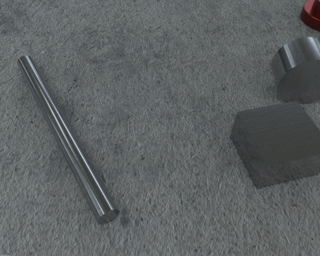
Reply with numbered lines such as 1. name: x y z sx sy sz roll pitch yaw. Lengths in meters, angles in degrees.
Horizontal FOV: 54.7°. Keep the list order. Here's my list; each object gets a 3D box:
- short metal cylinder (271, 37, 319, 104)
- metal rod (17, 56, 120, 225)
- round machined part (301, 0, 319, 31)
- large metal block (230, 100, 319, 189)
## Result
1. short metal cylinder: 0.204 -0.080 0.437 0.081 0.080 0.050 2 50 1
2. metal rod: -0.132 -0.005 0.405 0.025 0.025 0.300 -25 55 -20
3. round machined part: 0.323 -0.223 0.584 0.099 0.042 0.098 0 50 0
4. large metal block: 0.142 0.019 0.373 0.081 0.050 0.080 -11 51 -10
